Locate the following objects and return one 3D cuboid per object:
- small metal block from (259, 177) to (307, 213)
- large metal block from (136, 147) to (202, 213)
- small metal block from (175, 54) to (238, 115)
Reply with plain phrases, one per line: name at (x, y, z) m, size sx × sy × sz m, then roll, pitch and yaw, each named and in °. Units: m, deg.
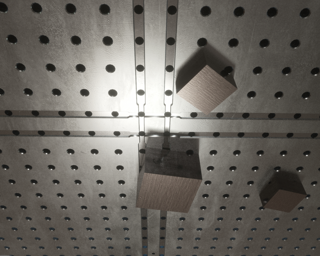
small metal block at (0.201, 0.111, 0.509) m, size 0.050 × 0.025 × 0.050 m, roll 14°, pitch 129°, yaw -12°
large metal block at (0.011, 0.079, 0.463) m, size 0.081 × 0.050 × 0.079 m, roll 8°, pitch 130°, yaw -8°
small metal block at (0.055, -0.051, 0.370) m, size 0.050 × 0.025 × 0.050 m, roll 32°, pitch 123°, yaw -25°
